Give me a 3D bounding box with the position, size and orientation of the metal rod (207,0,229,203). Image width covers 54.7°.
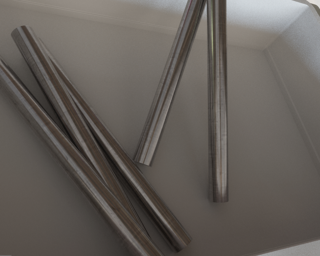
[{"bbox_3d":[0.073,-0.057,0.395,0.025,0.025,0.298,0,89,-28],"label":"metal rod"}]

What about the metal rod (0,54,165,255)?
[{"bbox_3d":[-0.102,0.020,0.317,0.025,0.025,0.300,-32,73,-38],"label":"metal rod"}]

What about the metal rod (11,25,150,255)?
[{"bbox_3d":[-0.083,0.017,0.336,0.025,0.025,0.299,-25,80,-37],"label":"metal rod"}]

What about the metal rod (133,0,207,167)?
[{"bbox_3d":[0.025,-0.096,0.399,0.025,0.025,0.299,22,79,-16],"label":"metal rod"}]

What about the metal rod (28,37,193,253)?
[{"bbox_3d":[-0.066,0.013,0.361,0.025,0.025,0.300,-32,80,-38],"label":"metal rod"}]
